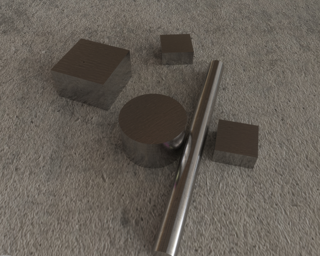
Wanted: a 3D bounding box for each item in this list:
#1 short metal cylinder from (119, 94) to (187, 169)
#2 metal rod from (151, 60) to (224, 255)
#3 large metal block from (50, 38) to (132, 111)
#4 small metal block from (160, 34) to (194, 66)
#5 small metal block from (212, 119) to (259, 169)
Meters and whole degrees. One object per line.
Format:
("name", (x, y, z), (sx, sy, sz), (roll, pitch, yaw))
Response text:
("short metal cylinder", (-0.009, 0.003, 0.384), (0.081, 0.050, 0.080), (0, 50, 0))
("metal rod", (0.046, 0.014, 0.391), (0.025, 0.025, 0.300), (13, 51, 10))
("large metal block", (-0.096, -0.080, 0.453), (0.080, 0.050, 0.080), (17, 52, 13))
("small metal block", (0.027, -0.130, 0.513), (0.050, 0.025, 0.050), (-3, 50, -3))
("small metal block", (0.095, 0.019, 0.388), (0.050, 0.025, 0.050), (10, 51, 8))
